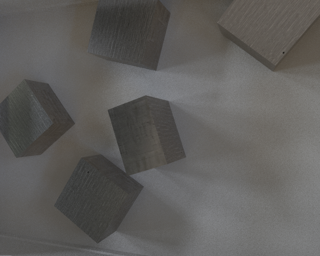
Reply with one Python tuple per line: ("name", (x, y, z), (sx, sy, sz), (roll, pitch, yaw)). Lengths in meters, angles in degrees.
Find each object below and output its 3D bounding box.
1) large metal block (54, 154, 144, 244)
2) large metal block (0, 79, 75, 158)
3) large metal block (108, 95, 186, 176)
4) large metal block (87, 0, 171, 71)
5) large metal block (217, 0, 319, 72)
("large metal block", (-0.083, 0.094, 0.425), (0.080, 0.050, 0.080), (34, 101, 16))
("large metal block", (-0.190, -0.013, 0.462), (0.080, 0.050, 0.080), (-39, 78, 15))
("large metal block", (-0.013, 0.009, 0.385), (0.050, 0.080, 0.080), (-19, 84, 19))
("large metal block", (-0.040, -0.127, 0.410), (0.080, 0.050, 0.079), (16, 95, 19))
("large metal block", (0.124, -0.123, 0.351), (0.080, 0.050, 0.080), (41, 103, 11))
